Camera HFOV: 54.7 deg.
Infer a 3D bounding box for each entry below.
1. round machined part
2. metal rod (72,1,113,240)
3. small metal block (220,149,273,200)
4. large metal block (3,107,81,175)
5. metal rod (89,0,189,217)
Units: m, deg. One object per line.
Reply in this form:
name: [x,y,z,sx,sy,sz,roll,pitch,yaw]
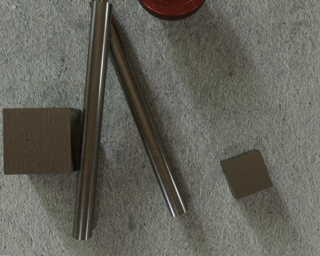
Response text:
round machined part: [0.015,-0.187,0.402,0.099,0.042,0.097,0,90,-1]
metal rod: [-0.087,-0.005,0.395,0.025,0.025,0.298,6,95,-1]
small metal block: [0.114,0.061,0.412,0.050,0.025,0.050,-20,90,-1]
large metal block: [-0.147,0.015,0.396,0.081,0.050,0.079,-1,90,-1]
metal rod: [-0.028,-0.027,0.409,0.025,0.025,0.299,-21,90,0]
